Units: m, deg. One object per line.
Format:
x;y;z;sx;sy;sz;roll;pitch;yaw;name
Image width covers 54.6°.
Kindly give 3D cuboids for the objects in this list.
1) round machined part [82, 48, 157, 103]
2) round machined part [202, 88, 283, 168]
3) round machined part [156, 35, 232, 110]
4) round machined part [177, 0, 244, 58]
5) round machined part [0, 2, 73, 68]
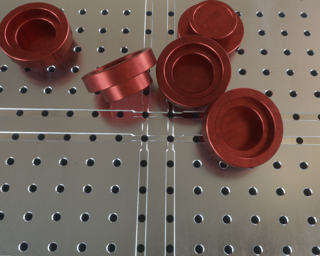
-0.048;-0.067;0.408;0.098;0.098;0.042;-27;109;-9;round machined part
0.101;0.001;0.394;0.099;0.042;0.098;1;84;-9;round machined part
0.045;-0.072;0.423;0.098;0.042;0.098;0;81;3;round machined part
0.075;-0.148;0.457;0.099;0.042;0.098;0;70;0;round machined part
-0.176;-0.129;0.449;0.099;0.042;0.098;0;70;0;round machined part
